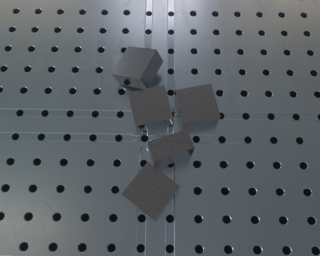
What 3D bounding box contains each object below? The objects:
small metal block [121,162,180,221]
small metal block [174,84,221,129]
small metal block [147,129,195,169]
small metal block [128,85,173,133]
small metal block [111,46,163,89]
[{"bbox_3d":[-0.011,0.079,0.383,0.050,0.025,0.050,36,74,12],"label":"small metal block"},{"bbox_3d":[0.050,-0.029,0.423,0.050,0.025,0.050,-11,70,-4],"label":"small metal block"},{"bbox_3d":[0.013,0.028,0.388,0.050,0.050,0.025,-18,71,-6],"label":"small metal block"},{"bbox_3d":[-0.013,-0.026,0.421,0.050,0.025,0.050,-12,71,-5],"label":"small metal block"},{"bbox_3d":[-0.031,-0.084,0.433,0.050,0.025,0.050,15,68,31],"label":"small metal block"}]
